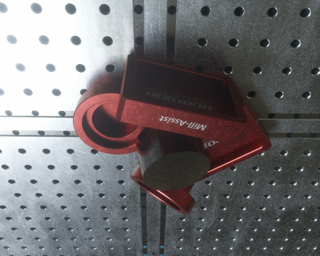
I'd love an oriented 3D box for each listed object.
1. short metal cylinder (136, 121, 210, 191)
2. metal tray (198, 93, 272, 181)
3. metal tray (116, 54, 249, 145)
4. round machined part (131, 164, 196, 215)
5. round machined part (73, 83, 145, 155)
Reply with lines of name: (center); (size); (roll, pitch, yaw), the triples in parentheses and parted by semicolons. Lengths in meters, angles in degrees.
short metal cylinder: (0.015, 0.033, 0.375); (0.081, 0.050, 0.080); (-9, 140, -8)
metal tray: (0.072, 0.019, 0.425); (0.130, 0.030, 0.090); (-29, 125, 22)
metal tray: (0.023, -0.034, 0.340); (0.131, 0.090, 0.030); (12, 129, -11)
round machined part: (0.010, 0.080, 0.446); (0.098, 0.042, 0.098); (31, 164, 11)
round machined part: (-0.054, -0.015, 0.387); (0.099, 0.042, 0.097); (-1, 130, 0)
